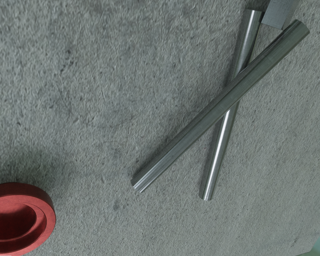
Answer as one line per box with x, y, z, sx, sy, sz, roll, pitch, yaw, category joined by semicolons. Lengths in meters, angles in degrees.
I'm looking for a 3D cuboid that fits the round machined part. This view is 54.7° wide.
-0.177;0.103;0.364;0.099;0.042;0.097;-14;125;-21;round machined part

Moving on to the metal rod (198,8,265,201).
0.097;-0.016;0.452;0.025;0.025;0.298;-6;121;-26;metal rod

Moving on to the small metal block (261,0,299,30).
0.152;-0.150;0.384;0.050;0.025;0.050;-25;139;-60;small metal block

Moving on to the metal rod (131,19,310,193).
0.071;-0.021;0.411;0.299;0.025;0.025;-45;130;12;metal rod
